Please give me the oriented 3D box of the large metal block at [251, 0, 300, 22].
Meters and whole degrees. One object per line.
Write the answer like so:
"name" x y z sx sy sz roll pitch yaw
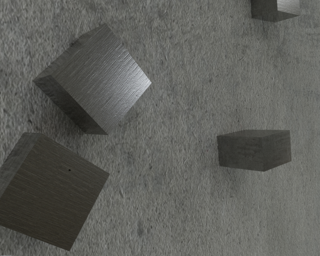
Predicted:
"large metal block" 0.209 -0.242 0.562 0.081 0.050 0.079 -9 96 -40

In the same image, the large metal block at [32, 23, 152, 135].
"large metal block" -0.069 -0.049 0.330 0.080 0.050 0.080 51 60 -28

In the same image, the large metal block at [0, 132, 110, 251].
"large metal block" -0.109 0.059 0.297 0.080 0.050 0.080 39 66 -33

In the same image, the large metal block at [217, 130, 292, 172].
"large metal block" 0.150 0.033 0.495 0.081 0.080 0.050 -9 96 -40
